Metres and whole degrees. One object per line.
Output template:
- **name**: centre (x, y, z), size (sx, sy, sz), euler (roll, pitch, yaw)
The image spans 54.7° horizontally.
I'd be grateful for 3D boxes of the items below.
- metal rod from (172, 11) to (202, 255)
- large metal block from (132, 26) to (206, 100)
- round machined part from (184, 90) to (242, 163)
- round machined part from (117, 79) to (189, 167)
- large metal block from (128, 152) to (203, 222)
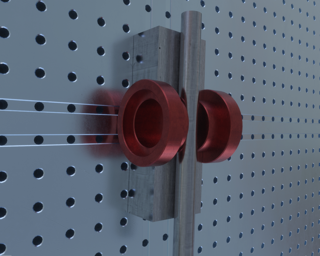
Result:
- **metal rod**: centre (0.033, 0.012, 0.371), size (0.025, 0.025, 0.298), euler (3, 88, -40)
- **large metal block**: centre (0.012, -0.078, 0.403), size (0.081, 0.050, 0.080), euler (3, 88, -40)
- **round machined part**: centre (0.057, -0.002, 0.409), size (0.042, 0.098, 0.097), euler (2, 89, -35)
- **round machined part**: centre (-0.005, -0.005, 0.356), size (0.042, 0.098, 0.097), euler (3, 89, -40)
- **large metal block**: centre (0.008, 0.069, 0.399), size (0.081, 0.050, 0.080), euler (4, 88, -40)
